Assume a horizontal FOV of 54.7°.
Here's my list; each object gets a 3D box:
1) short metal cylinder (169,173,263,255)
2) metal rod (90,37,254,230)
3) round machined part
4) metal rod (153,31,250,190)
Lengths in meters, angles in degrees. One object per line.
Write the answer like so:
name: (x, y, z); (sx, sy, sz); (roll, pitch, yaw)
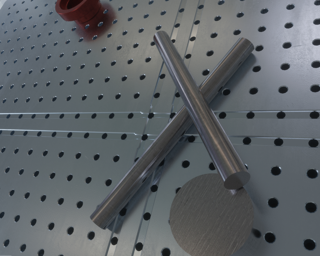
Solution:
short metal cylinder: (0.056, 0.091, 0.307); (0.080, 0.050, 0.080); (-13, 56, 21)
metal rod: (0.020, 0.002, 0.396); (0.025, 0.025, 0.300); (34, 80, 38)
round machined part: (-0.163, -0.257, 0.641); (0.098, 0.042, 0.098); (-13, 56, 21)
metal rod: (0.035, -0.049, 0.386); (0.025, 0.025, 0.300); (-30, 42, 9)
